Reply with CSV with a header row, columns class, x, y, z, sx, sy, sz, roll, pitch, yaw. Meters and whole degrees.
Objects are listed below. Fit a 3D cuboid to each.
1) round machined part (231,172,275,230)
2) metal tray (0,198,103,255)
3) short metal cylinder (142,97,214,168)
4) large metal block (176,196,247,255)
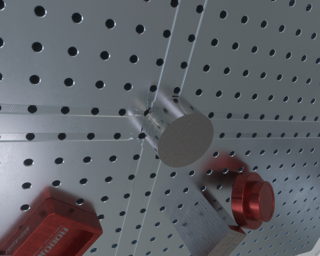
class,x,y,z,sx,sy,sz,roll,pitch,yaw
round machined part,0.166,0.126,0.536,0.099,0.042,0.097,8,79,-49
metal tray,-0.155,0.165,0.425,0.130,0.030,0.090,-48,129,5
short metal cylinder,0.023,0.005,0.411,0.081,0.050,0.079,-14,124,-21
large metal block,0.086,0.179,0.533,0.050,0.080,0.080,31,101,-38
